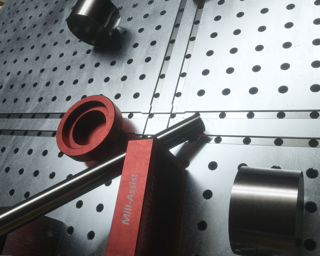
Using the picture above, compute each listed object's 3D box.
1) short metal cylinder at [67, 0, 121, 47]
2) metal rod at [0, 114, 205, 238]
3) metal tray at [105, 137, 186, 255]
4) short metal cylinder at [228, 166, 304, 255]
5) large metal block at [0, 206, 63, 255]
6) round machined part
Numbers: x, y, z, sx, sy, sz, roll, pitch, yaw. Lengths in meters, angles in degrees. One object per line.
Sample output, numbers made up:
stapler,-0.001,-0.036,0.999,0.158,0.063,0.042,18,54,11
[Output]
short metal cylinder,-0.117,-0.191,0.552,0.080,0.080,0.050,5,64,30
metal rod,-0.082,0.059,0.353,0.302,0.025,0.025,-27,50,-13
metal tray,-0.009,0.085,0.318,0.030,0.090,0.130,-6,59,25
short metal cylinder,0.097,0.076,0.275,0.050,0.080,0.080,2,63,29
large metal block,-0.173,0.146,0.374,0.050,0.080,0.080,-10,58,23
round machined part,-0.095,0.004,0.445,0.098,0.042,0.098,-13,56,21
